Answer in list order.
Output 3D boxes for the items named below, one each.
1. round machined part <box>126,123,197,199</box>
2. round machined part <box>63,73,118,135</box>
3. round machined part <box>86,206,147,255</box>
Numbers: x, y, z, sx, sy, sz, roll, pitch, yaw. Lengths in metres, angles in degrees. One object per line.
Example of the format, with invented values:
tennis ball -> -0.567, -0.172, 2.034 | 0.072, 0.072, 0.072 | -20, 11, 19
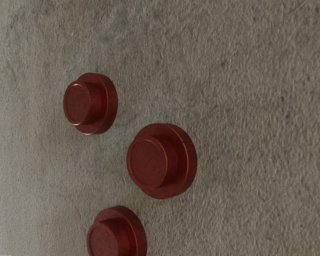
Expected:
round machined part -> -0.005, 0.042, 0.396 | 0.098, 0.042, 0.097 | 0, 90, 39
round machined part -> -0.115, -0.038, 0.486 | 0.098, 0.042, 0.097 | 0, 90, 39
round machined part -> -0.069, 0.166, 0.448 | 0.098, 0.042, 0.097 | 0, 90, 39
